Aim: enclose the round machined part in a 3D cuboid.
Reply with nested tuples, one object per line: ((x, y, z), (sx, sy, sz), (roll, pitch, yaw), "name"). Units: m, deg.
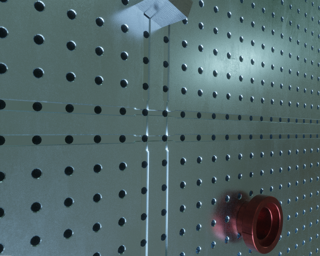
((0.173, 0.166, 0.547), (0.099, 0.042, 0.097), (0, 90, -40), "round machined part")

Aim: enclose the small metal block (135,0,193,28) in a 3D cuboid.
((0.005, -0.160, 0.399), (0.050, 0.050, 0.025), (29, 72, -37), "small metal block")
